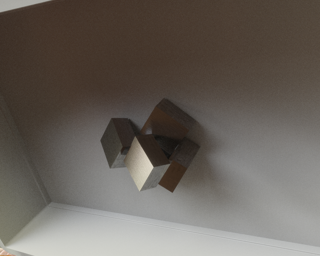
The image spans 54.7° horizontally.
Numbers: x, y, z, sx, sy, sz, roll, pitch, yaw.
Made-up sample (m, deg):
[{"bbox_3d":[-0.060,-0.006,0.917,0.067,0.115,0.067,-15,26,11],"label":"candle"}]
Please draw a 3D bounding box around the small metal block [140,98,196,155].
[{"bbox_3d":[0.009,-0.002,0.399,0.050,0.025,0.050,36,129,3],"label":"small metal block"}]

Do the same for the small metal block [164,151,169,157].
[{"bbox_3d":[-0.014,0.039,0.437,0.050,0.025,0.050,36,129,3],"label":"small metal block"}]

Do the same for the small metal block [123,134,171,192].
[{"bbox_3d":[-0.018,0.044,0.394,0.050,0.025,0.050,57,137,32],"label":"small metal block"}]

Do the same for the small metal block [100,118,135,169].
[{"bbox_3d":[-0.057,0.021,0.432,0.050,0.025,0.050,-57,47,39],"label":"small metal block"}]

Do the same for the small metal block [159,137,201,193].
[{"bbox_3d":[0.024,0.048,0.406,0.025,0.050,0.050,31,128,8],"label":"small metal block"}]
